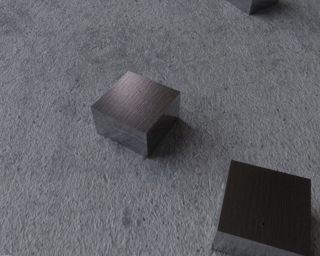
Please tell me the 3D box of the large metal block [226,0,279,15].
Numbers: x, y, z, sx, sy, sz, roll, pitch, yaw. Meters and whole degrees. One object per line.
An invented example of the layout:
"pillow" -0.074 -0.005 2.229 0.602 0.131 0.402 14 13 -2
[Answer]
"large metal block" 0.186 -0.279 0.623 0.081 0.050 0.080 -26 55 -21

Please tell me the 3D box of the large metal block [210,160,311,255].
"large metal block" 0.102 0.088 0.314 0.080 0.050 0.080 13 51 11

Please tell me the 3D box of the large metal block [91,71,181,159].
"large metal block" -0.029 -0.020 0.403 0.080 0.050 0.080 25 54 19
